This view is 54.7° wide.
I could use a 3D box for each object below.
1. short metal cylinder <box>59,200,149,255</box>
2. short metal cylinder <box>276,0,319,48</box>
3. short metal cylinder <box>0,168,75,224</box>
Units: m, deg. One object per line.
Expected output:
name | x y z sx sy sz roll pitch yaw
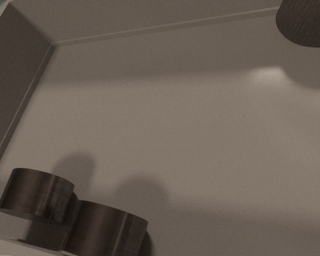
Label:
short metal cylinder | -0.058 0.114 0.329 0.080 0.080 0.050 3 64 29
short metal cylinder | 0.184 -0.140 0.360 0.080 0.080 0.050 16 70 34
short metal cylinder | -0.157 0.089 0.396 0.080 0.080 0.050 -3 61 26
